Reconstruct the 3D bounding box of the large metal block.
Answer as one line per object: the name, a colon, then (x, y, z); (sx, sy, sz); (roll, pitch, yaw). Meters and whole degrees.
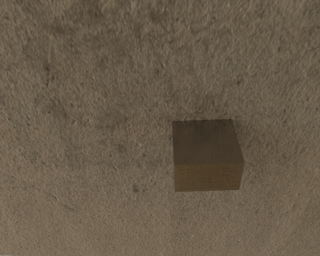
large metal block: (0.057, 0.034, 0.401); (0.081, 0.080, 0.050); (-2, 130, 1)
